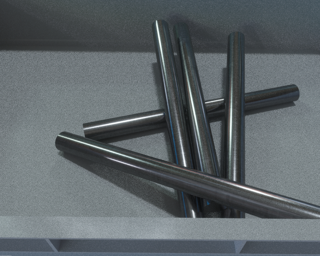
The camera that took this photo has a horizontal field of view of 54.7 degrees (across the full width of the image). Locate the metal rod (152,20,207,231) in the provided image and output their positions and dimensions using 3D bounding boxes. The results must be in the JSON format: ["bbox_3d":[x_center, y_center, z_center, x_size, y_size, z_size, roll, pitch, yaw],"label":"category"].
[{"bbox_3d":[0.018,-0.025,0.394,0.025,0.025,0.299,-5,60,-5],"label":"metal rod"}]

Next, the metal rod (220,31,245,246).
[{"bbox_3d":[0.094,-0.010,0.389,0.025,0.025,0.300,7,58,5],"label":"metal rod"}]

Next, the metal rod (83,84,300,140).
[{"bbox_3d":[0.049,-0.023,0.424,0.302,0.025,0.025,-11,51,-10],"label":"metal rod"}]

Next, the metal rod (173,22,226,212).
[{"bbox_3d":[0.045,-0.039,0.404,0.025,0.025,0.300,-3,53,-3],"label":"metal rod"}]

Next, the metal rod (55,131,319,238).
[{"bbox_3d":[0.007,0.048,0.322,0.301,0.025,0.025,13,50,27],"label":"metal rod"}]
